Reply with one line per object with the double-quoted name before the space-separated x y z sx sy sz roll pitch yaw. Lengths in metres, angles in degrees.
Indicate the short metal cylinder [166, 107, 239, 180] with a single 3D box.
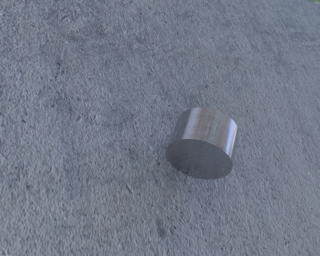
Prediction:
"short metal cylinder" 0.053 0.020 0.384 0.080 0.080 0.050 29 52 -10
